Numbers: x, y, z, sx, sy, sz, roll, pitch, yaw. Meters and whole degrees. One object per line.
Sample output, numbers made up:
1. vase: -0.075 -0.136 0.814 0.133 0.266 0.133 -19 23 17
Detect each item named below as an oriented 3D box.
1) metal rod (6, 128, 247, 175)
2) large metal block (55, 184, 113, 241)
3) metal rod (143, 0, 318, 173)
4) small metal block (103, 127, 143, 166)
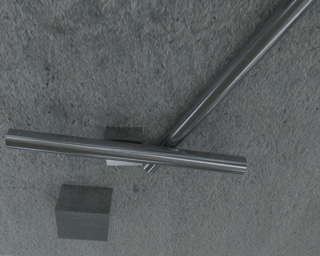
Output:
1. metal rod: -0.037 0.032 0.400 0.302 0.025 0.025 7 130 -6
2. large metal block: -0.123 0.140 0.508 0.081 0.050 0.079 6 130 -6
3. metal rod: 0.065 -0.040 0.373 0.025 0.025 0.298 26 125 -21
4. small metal block: -0.049 0.026 0.429 0.050 0.025 0.050 0 130 -1
